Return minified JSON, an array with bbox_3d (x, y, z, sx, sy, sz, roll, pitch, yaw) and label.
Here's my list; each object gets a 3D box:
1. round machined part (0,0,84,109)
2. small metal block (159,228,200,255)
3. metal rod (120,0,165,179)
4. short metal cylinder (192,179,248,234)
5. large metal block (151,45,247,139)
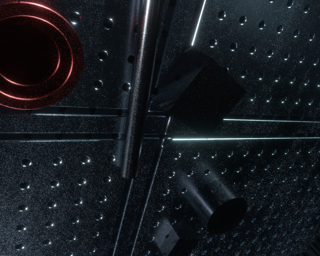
[{"bbox_3d":[-0.125,-0.070,0.289,0.099,0.042,0.097,-14,125,-21],"label":"round machined part"},{"bbox_3d":[0.036,0.212,0.564,0.050,0.025,0.050,19,108,-36],"label":"small metal block"},{"bbox_3d":[-0.020,-0.068,0.359,0.025,0.025,0.298,-5,121,-27],"label":"metal rod"},{"bbox_3d":[0.104,0.137,0.539,0.081,0.050,0.079,-14,125,-21],"label":"short metal cylinder"},{"bbox_3d":[0.049,-0.044,0.396,0.080,0.050,0.080,31,101,-38],"label":"large metal block"}]
